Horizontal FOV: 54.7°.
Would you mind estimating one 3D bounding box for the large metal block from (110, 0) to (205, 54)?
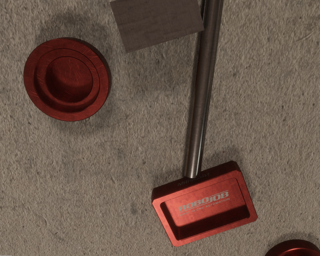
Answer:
[{"bbox_3d":[-0.002,-0.121,0.336,0.080,0.080,0.050,-15,110,5],"label":"large metal block"}]

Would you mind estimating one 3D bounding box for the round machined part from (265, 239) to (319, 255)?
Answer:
[{"bbox_3d":[0.217,0.229,0.488,0.099,0.042,0.097,0,110,-1],"label":"round machined part"}]

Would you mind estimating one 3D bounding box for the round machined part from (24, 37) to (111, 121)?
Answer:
[{"bbox_3d":[-0.108,-0.061,0.377,0.099,0.042,0.097,0,110,-1],"label":"round machined part"}]

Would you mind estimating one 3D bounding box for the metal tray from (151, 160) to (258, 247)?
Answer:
[{"bbox_3d":[0.064,0.111,0.448,0.130,0.030,0.090,-21,109,7],"label":"metal tray"}]

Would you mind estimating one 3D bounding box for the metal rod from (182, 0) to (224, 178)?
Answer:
[{"bbox_3d":[0.055,-0.075,0.382,0.025,0.025,0.298,4,110,-2],"label":"metal rod"}]
